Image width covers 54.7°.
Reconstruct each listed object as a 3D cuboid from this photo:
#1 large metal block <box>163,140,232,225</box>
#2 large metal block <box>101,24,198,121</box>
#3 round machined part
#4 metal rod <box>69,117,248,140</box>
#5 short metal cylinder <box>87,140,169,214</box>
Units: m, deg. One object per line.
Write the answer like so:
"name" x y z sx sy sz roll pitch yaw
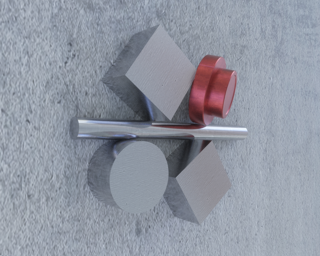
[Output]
"large metal block" 0.045 0.072 0.430 0.080 0.050 0.080 -41 115 -33
"large metal block" -0.010 -0.064 0.380 0.080 0.050 0.080 44 63 -31
"round machined part" 0.078 -0.050 0.432 0.098 0.042 0.097 15 91 -69
"metal rod" 0.023 0.004 0.429 0.302 0.025 0.025 2 89 -40
"short metal cylinder" -0.037 0.054 0.361 0.081 0.050 0.079 0 90 -40
